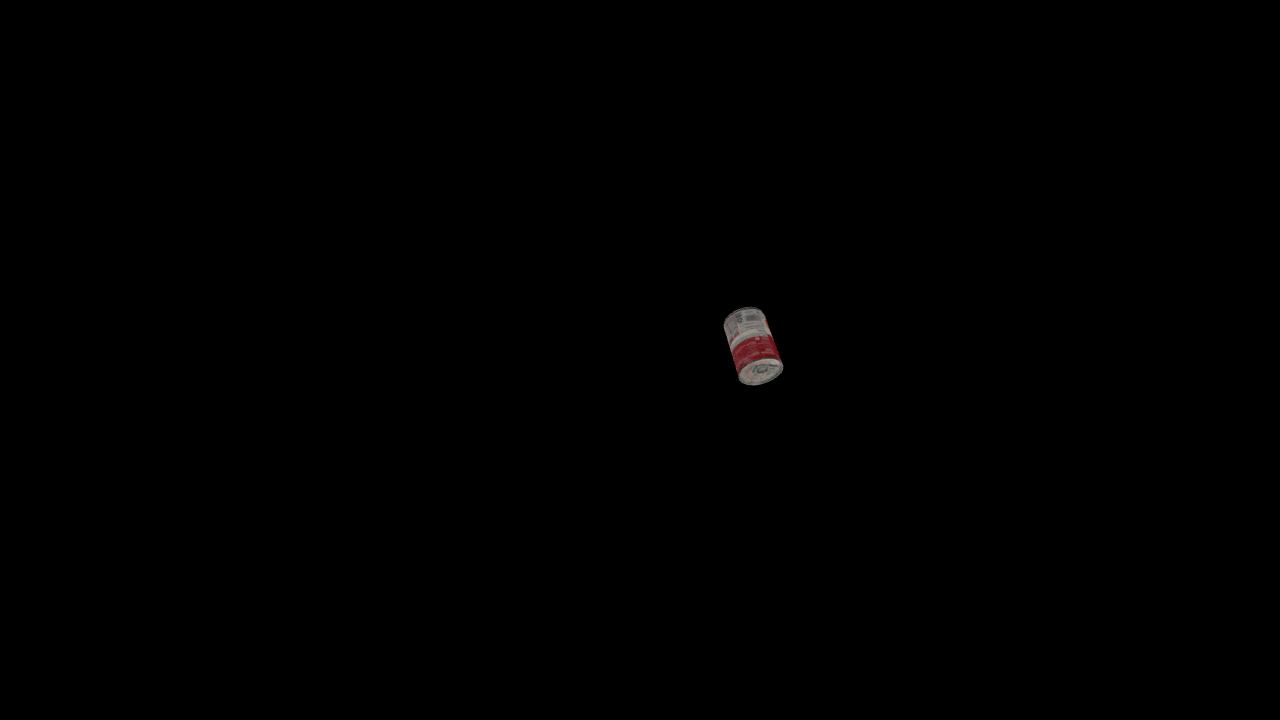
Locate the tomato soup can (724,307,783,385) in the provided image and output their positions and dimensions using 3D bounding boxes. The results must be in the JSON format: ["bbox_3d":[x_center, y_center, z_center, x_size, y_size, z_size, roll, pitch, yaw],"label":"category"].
[{"bbox_3d":[0.169,-0.022,0.929,0.068,0.101,0.068,-8,-36,-6],"label":"tomato soup can"}]
